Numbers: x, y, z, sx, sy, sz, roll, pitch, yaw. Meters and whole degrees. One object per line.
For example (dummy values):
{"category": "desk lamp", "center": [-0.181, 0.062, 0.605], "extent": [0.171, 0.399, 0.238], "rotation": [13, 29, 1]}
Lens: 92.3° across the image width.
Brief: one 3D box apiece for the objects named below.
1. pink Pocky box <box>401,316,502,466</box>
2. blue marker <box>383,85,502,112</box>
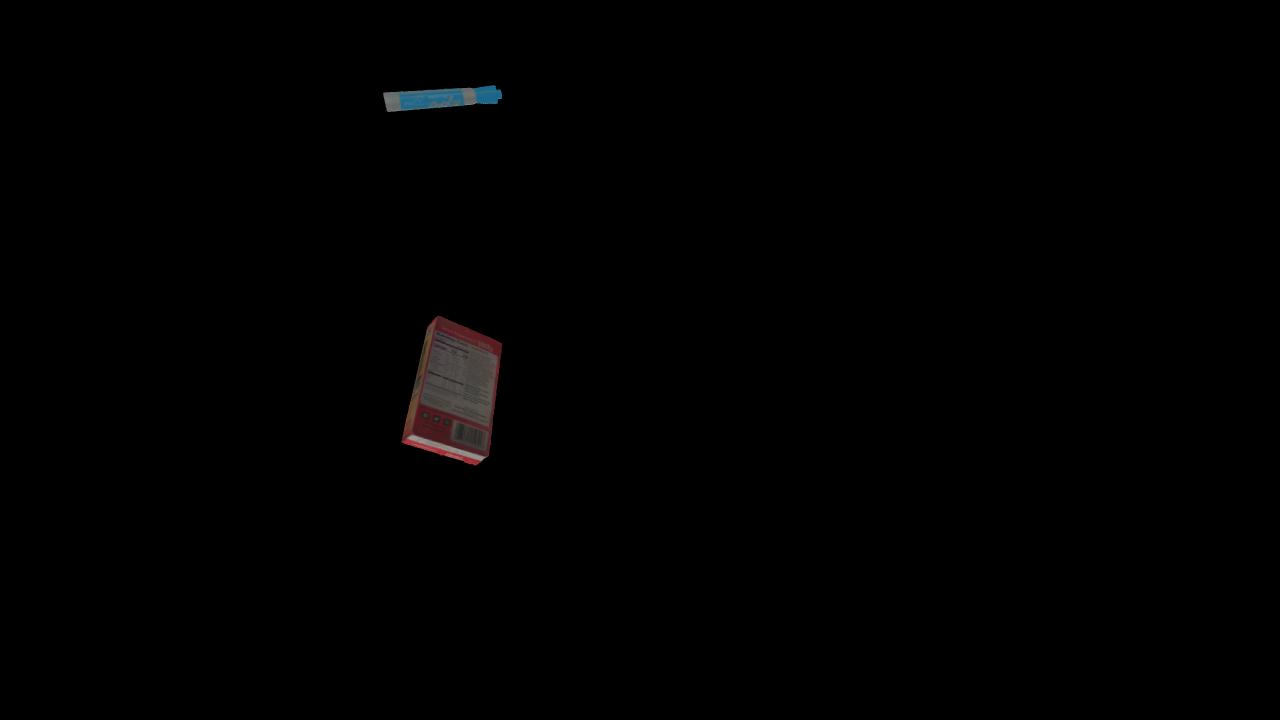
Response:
{"category": "pink Pocky box", "center": [-0.198, 0.031, 0.664], "extent": [0.084, 0.155, 0.029], "rotation": [26, -46, -32]}
{"category": "blue marker", "center": [-0.209, -0.280, 0.657], "extent": [0.121, 0.020, 0.020], "rotation": [-12, 3, -17]}
